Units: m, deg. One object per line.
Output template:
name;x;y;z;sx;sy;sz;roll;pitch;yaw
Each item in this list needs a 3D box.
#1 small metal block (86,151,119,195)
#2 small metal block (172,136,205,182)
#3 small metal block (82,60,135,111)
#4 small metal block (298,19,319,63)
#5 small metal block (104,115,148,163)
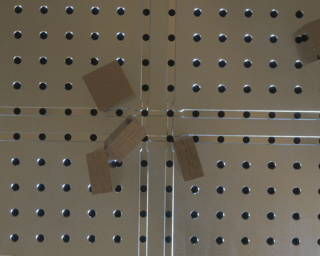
small metal block;-0.073;0.054;0.400;0.025;0.050;0.050;-9;90;1
small metal block;0.035;0.038;0.401;0.025;0.050;0.050;-17;90;0
small metal block;-0.067;-0.055;0.413;0.050;0.025;0.050;-27;90;0
small metal block;0.223;-0.121;0.415;0.050;0.025;0.050;-20;90;0
small metal block;-0.045;0.012;0.398;0.025;0.050;0.050;44;90;-14
